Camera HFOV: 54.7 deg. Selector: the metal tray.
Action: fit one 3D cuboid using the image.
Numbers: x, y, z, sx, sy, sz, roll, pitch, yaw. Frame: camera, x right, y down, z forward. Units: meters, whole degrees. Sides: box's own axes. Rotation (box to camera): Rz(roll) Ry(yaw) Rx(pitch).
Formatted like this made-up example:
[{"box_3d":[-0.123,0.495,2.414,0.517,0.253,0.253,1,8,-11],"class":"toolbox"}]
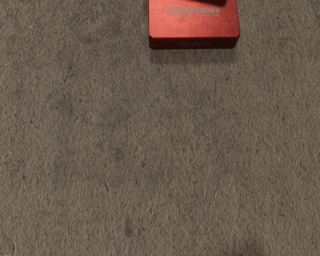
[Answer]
[{"box_3d":[0.049,-0.165,0.466,0.131,0.030,0.090,-1,70,-1],"class":"metal tray"}]
